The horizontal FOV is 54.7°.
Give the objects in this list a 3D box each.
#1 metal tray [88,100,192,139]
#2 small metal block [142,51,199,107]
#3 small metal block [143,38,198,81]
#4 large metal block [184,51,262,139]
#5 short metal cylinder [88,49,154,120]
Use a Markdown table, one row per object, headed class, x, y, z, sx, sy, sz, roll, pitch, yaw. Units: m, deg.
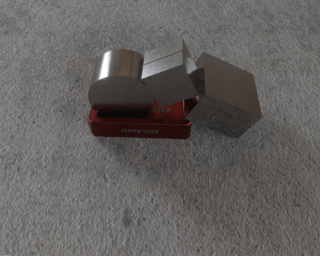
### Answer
| class | x | y | z | sx | sy | sz | roll | pitch | yaw |
| --- | --- | --- | --- | --- | --- | --- | --- | --- | --- |
| metal tray | -0.024 | -0.030 | 0.426 | 0.131 | 0.030 | 0.090 | 2 | 50 | 1 |
| small metal block | 0.013 | -0.056 | 0.367 | 0.050 | 0.050 | 0.025 | -16 | 45 | 21 |
| small metal block | 0.014 | -0.076 | 0.384 | 0.050 | 0.050 | 0.025 | -16 | 45 | 21 |
| large metal block | 0.079 | -0.042 | 0.406 | 0.080 | 0.050 | 0.080 | 20 | 48 | -18 |
| short metal cylinder | -0.047 | -0.053 | 0.396 | 0.081 | 0.080 | 0.050 | 1 | 50 | 0 |
